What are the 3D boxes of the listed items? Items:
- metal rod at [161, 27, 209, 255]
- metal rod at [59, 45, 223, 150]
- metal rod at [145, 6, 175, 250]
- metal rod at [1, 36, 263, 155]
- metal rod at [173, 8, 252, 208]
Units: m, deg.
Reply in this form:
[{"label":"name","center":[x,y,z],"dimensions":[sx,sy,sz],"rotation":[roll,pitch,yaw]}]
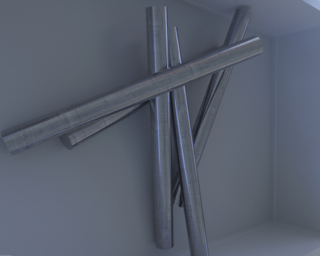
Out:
[{"label":"metal rod","center":[0.031,0.025,0.397],"dimensions":[0.025,0.025,0.298],"rotation":[-14,98,-39]},{"label":"metal rod","center":[0.005,-0.055,0.409],"dimensions":[0.302,0.025,0.025],"rotation":[-33,111,-35]},{"label":"metal rod","center":[0.001,0.009,0.382],"dimensions":[0.025,0.025,0.298],"rotation":[-12,106,-39]},{"label":"metal rod","center":[-0.012,-0.044,0.337],"dimensions":[0.302,0.025,0.025],"rotation":[-24,106,-18]},{"label":"metal rod","center":[0.073,-0.034,0.444],"dimensions":[0.025,0.025,0.299],"rotation":[27,80,-37]}]
